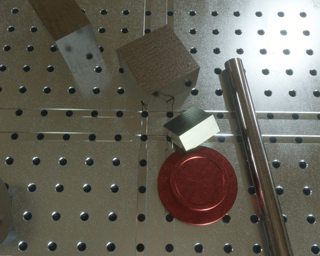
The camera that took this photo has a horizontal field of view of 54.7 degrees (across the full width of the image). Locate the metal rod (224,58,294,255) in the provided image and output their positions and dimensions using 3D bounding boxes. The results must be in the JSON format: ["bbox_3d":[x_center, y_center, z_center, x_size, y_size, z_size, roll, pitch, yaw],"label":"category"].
[{"bbox_3d":[0.126,0.045,0.396,0.025,0.025,0.299,-7,70,-3],"label":"metal rod"}]

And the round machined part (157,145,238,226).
[{"bbox_3d":[0.046,0.068,0.378,0.099,0.042,0.098,0,70,0],"label":"round machined part"}]

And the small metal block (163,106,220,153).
[{"bbox_3d":[0.039,0.000,0.396,0.050,0.050,0.025,-33,115,-11],"label":"small metal block"}]

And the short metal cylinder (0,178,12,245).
[{"bbox_3d":[-0.210,0.095,0.346,0.050,0.080,0.080,-10,71,-4],"label":"short metal cylinder"}]

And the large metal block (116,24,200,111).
[{"bbox_3d":[-0.003,-0.083,0.429,0.080,0.050,0.080,-30,73,-10],"label":"large metal block"}]

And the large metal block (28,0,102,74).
[{"bbox_3d":[-0.129,-0.136,0.431,0.050,0.080,0.080,-32,73,-11],"label":"large metal block"}]
